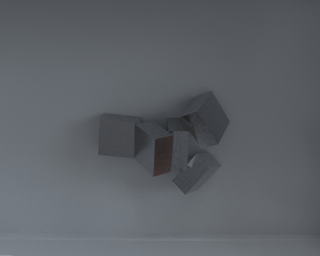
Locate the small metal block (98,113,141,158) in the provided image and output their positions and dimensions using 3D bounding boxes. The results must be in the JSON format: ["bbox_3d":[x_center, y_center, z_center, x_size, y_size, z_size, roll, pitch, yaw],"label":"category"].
[{"bbox_3d":[-0.054,0.010,0.412,0.050,0.025,0.050,6,110,-3],"label":"small metal block"}]

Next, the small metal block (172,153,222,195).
[{"bbox_3d":[0.051,0.060,0.416,0.025,0.050,0.050,46,106,21],"label":"small metal block"}]

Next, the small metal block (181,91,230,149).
[{"bbox_3d":[0.059,-0.011,0.390,0.025,0.050,0.050,-19,113,41],"label":"small metal block"}]

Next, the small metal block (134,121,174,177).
[{"bbox_3d":[-0.009,0.025,0.386,0.025,0.050,0.050,-11,117,-30],"label":"small metal block"}]

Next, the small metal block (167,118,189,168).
[{"bbox_3d":[0.022,0.018,0.404,0.025,0.050,0.050,1,110,-1],"label":"small metal block"}]
